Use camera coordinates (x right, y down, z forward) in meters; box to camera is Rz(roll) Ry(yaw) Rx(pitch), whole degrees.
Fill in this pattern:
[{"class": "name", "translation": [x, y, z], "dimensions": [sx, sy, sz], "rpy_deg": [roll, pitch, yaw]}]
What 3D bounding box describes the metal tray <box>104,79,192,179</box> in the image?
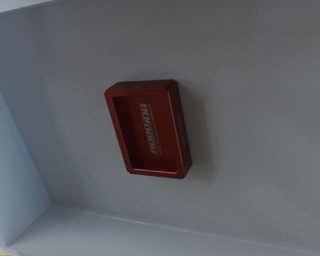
[{"class": "metal tray", "translation": [-0.013, 0.003, 0.409], "dimensions": [0.090, 0.030, 0.129], "rpy_deg": [1, 119, 26]}]
